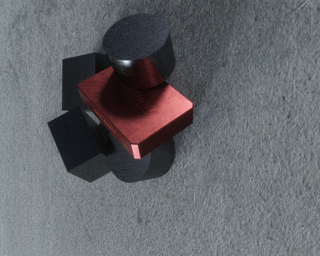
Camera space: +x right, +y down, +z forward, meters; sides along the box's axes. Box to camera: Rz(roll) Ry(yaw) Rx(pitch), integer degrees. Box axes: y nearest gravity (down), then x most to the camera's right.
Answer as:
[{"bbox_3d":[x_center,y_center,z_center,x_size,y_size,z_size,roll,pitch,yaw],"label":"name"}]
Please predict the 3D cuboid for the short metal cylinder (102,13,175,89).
[{"bbox_3d":[-0.024,-0.095,0.384,0.080,0.050,0.080,-6,57,9],"label":"short metal cylinder"}]

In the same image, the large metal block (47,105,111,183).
[{"bbox_3d":[-0.109,0.026,0.452,0.050,0.080,0.080,-30,68,-2],"label":"large metal block"}]

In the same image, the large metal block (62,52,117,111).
[{"bbox_3d":[-0.105,-0.066,0.474,0.080,0.050,0.080,1,91,40],"label":"large metal block"}]

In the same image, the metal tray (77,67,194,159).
[{"bbox_3d":[-0.032,-0.032,0.392,0.130,0.091,0.030,43,156,31],"label":"metal tray"}]

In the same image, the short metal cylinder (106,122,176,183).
[{"bbox_3d":[-0.026,0.030,0.412,0.080,0.050,0.080,0,90,40],"label":"short metal cylinder"}]
